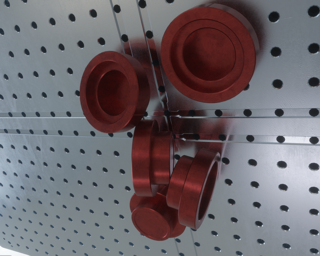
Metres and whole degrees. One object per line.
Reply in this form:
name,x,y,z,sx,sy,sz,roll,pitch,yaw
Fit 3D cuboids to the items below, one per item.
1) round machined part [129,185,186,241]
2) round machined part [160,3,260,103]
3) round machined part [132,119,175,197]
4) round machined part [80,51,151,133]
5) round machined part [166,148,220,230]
round machined part,-0.006,0.138,0.489,0.098,0.042,0.097,13,124,21
round machined part,0.053,-0.079,0.324,0.098,0.042,0.097,13,124,21
round machined part,-0.005,0.038,0.394,0.042,0.098,0.097,0,120,7
round machined part,-0.051,-0.043,0.385,0.098,0.042,0.097,2,93,36
round machined part,0.040,0.072,0.387,0.042,0.098,0.097,15,125,20
